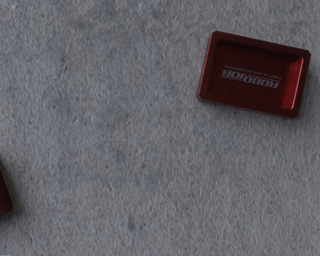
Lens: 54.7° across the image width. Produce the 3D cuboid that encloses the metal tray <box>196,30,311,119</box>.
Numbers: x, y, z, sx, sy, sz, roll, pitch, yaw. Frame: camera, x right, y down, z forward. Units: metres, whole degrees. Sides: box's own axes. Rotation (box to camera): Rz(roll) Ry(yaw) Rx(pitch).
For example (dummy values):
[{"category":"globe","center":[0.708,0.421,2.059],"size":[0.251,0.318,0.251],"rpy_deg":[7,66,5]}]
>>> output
[{"category":"metal tray","center":[0.121,-0.068,0.409],"size":[0.131,0.030,0.089],"rpy_deg":[12,90,-1]}]

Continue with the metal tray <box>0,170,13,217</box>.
[{"category":"metal tray","center":[-0.274,0.089,0.404],"size":[0.131,0.030,0.090],"rpy_deg":[-19,90,-1]}]
